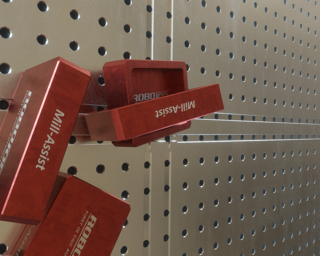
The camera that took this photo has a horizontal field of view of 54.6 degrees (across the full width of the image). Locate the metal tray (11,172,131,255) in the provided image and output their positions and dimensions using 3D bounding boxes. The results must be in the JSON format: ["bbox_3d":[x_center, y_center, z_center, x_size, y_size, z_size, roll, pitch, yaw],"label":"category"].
[{"bbox_3d":[-0.096,0.123,0.325,0.090,0.030,0.130,37,67,-34],"label":"metal tray"}]

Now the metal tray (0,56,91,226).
[{"bbox_3d":[-0.113,0.008,0.271,0.030,0.090,0.130,25,74,-38],"label":"metal tray"}]

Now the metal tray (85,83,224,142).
[{"bbox_3d":[-0.006,-0.018,0.345,0.131,0.090,0.030,-17,97,-29],"label":"metal tray"}]

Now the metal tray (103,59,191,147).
[{"bbox_3d":[-0.008,-0.034,0.370,0.131,0.030,0.089,-17,103,-56],"label":"metal tray"}]
